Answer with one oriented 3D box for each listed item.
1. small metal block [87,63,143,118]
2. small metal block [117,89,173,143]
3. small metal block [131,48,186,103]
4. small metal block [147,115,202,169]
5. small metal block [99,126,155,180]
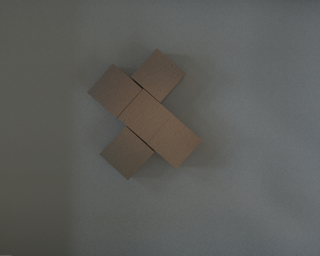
[{"bbox_3d":[-0.058,-0.048,0.409,0.050,0.025,0.050,41,90,0],"label":"small metal block"},{"bbox_3d":[-0.019,-0.015,0.408,0.050,0.025,0.050,41,90,0],"label":"small metal block"},{"bbox_3d":[-0.002,-0.067,0.409,0.050,0.025,0.050,42,89,0],"label":"small metal block"},{"bbox_3d":[0.019,0.018,0.409,0.050,0.025,0.050,41,90,0],"label":"small metal block"},{"bbox_3d":[-0.042,0.032,0.409,0.050,0.025,0.050,43,91,0],"label":"small metal block"}]
